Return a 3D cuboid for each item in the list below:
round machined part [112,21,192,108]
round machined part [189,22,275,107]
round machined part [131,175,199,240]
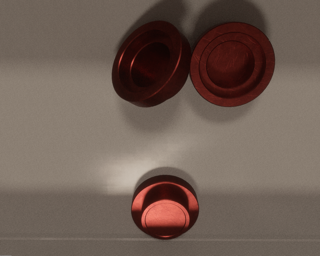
[{"bbox_3d":[-0.006,-0.069,0.357,0.098,0.098,0.042,-46,142,14],"label":"round machined part"},{"bbox_3d":[0.083,-0.078,0.375,0.099,0.042,0.097,0,110,-1],"label":"round machined part"},{"bbox_3d":[0.008,0.121,0.447,0.099,0.042,0.097,0,110,-1],"label":"round machined part"}]
